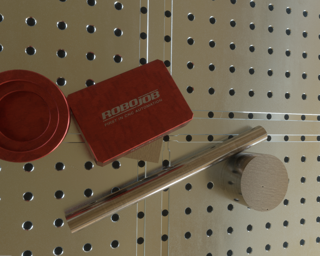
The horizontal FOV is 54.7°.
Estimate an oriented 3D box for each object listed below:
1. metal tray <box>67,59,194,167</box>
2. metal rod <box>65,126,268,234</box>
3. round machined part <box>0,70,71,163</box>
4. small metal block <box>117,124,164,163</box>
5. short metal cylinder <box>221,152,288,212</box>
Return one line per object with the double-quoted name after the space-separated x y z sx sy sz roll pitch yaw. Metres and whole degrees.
-0.036 -0.021 0.383 0.131 0.030 0.090 -26 81 -19 "metal tray"
0.022 0.062 0.422 0.302 0.025 0.025 -22 98 -19 "metal rod"
-0.150 -0.013 0.343 0.099 0.042 0.097 0 92 -12 "round machined part"
-0.025 0.016 0.404 0.050 0.025 0.050 13 86 -20 "small metal block"
0.137 0.076 0.452 0.081 0.050 0.079 0 90 -21 "short metal cylinder"
